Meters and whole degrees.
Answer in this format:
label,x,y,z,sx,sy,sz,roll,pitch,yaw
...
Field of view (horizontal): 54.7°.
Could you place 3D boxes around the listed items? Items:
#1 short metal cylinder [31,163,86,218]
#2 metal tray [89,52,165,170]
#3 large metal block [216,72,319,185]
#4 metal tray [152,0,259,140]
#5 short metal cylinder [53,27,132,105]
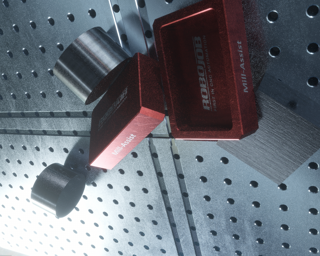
label,x,y,z,sx,sy,sz,roll,pitch,yaw
short metal cylinder,-0.173,0.106,0.533,0.050,0.080,0.079,21,127,15
metal tray,-0.045,-0.017,0.379,0.030,0.090,0.129,18,139,-29
large metal block,0.121,0.001,0.332,0.080,0.050,0.079,34,129,6
metal tray,0.044,-0.054,0.313,0.090,0.030,0.129,-2,102,46
short metal cylinder,-0.079,-0.073,0.372,0.050,0.080,0.080,44,129,-3
